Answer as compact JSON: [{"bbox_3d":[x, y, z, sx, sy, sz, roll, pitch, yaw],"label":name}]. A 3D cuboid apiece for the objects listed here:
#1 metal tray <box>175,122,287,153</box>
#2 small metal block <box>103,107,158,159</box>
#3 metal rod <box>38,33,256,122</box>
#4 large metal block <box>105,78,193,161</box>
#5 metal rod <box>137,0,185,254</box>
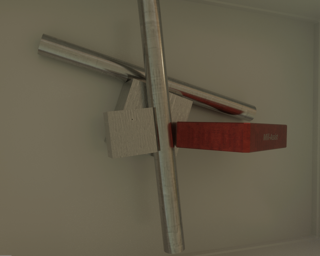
[{"bbox_3d":[0.091,0.009,0.381,0.131,0.090,0.030,1,91,-52],"label":"metal tray"},{"bbox_3d":[-0.033,0.005,0.344,0.050,0.025,0.050,-7,92,-21],"label":"small metal block"},{"bbox_3d":[-0.001,-0.060,0.410,0.302,0.025,0.025,15,85,-20],"label":"metal rod"},{"bbox_3d":[-0.015,-0.008,0.391,0.081,0.050,0.080,19,84,-20],"label":"large metal block"},{"bbox_3d":[0.001,-0.006,0.357,0.025,0.025,0.298,-7,93,-20],"label":"metal rod"}]
